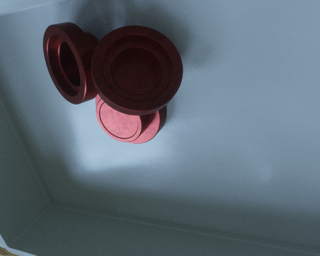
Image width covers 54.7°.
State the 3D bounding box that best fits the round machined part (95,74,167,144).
[{"bbox_3d":[-0.044,-0.020,0.409,0.098,0.042,0.097,13,124,21],"label":"round machined part"}]

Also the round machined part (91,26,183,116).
[{"bbox_3d":[-0.027,-0.061,0.350,0.098,0.098,0.042,41,165,0],"label":"round machined part"}]

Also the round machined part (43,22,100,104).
[{"bbox_3d":[-0.102,-0.082,0.387,0.098,0.042,0.097,28,131,38],"label":"round machined part"}]
